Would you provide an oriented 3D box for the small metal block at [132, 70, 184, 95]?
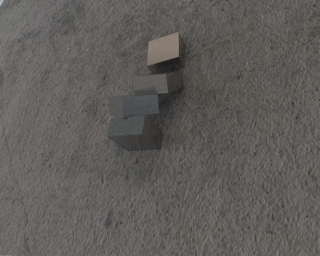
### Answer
[{"bbox_3d":[-0.002,-0.063,0.425,0.050,0.050,0.025,0,105,28],"label":"small metal block"}]

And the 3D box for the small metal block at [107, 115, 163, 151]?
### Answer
[{"bbox_3d":[-0.031,0.008,0.398,0.050,0.050,0.025,-4,63,26],"label":"small metal block"}]

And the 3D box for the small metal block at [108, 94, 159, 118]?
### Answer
[{"bbox_3d":[-0.036,-0.031,0.413,0.050,0.050,0.025,13,109,61],"label":"small metal block"}]

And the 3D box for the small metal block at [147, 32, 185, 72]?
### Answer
[{"bbox_3d":[0.010,-0.111,0.467,0.050,0.025,0.050,-12,57,22],"label":"small metal block"}]
